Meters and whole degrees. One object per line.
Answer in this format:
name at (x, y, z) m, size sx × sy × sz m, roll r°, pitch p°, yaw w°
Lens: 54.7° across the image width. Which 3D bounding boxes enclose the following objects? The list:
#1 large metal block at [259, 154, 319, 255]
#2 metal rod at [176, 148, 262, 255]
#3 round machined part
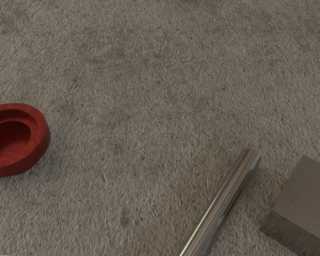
large metal block at (0.162, 0.087, 0.316) m, size 0.080 × 0.050 × 0.080 m, roll 30°, pitch 56°, yaw 22°
metal rod at (0.026, 0.128, 0.295) m, size 0.025 × 0.025 × 0.301 m, roll 28°, pitch 55°, yaw 21°
round machined part at (-0.182, 0.019, 0.374) m, size 0.099 × 0.042 × 0.098 m, roll 0°, pitch 50°, yaw 0°
